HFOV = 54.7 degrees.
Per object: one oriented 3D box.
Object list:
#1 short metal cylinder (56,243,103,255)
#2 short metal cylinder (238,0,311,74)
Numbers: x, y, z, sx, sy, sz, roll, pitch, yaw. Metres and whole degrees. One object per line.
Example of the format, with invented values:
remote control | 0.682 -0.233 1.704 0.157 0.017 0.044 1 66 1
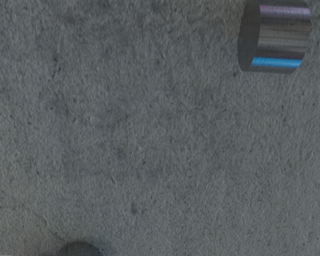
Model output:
short metal cylinder | -0.122 0.224 0.466 0.081 0.050 0.079 -4 104 -16
short metal cylinder | 0.123 -0.102 0.345 0.050 0.080 0.079 3 110 -2
